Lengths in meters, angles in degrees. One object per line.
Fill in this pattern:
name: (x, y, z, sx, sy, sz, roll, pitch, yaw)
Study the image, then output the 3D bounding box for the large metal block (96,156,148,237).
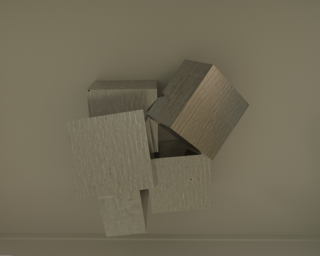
large metal block: (-0.047, 0.083, 0.410, 0.050, 0.080, 0.079, -6, 110, 2)

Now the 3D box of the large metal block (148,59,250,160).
large metal block: (0.045, -0.021, 0.362, 0.080, 0.050, 0.080, 37, 85, -37)

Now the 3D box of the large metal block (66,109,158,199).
large metal block: (-0.049, 0.028, 0.337, 0.080, 0.050, 0.080, -9, 85, 3)

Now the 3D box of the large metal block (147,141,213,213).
large metal block: (0.025, 0.064, 0.418, 0.080, 0.050, 0.079, -5, 110, 1)

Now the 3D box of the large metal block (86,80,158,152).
large metal block: (-0.043, -0.016, 0.390, 0.081, 0.050, 0.079, -1, 110, 0)
